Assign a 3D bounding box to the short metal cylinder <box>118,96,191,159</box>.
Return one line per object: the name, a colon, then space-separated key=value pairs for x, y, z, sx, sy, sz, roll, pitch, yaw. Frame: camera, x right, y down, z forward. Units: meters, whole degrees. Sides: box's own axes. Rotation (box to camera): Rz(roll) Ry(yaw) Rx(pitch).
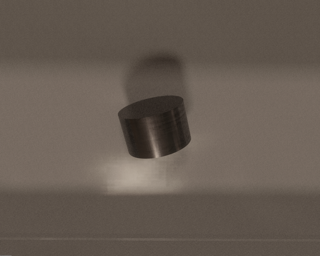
short metal cylinder: x=-0.006 y=-0.003 z=0.381 sx=0.080 sy=0.080 sz=0.050 roll=-12 pitch=110 yaw=4
